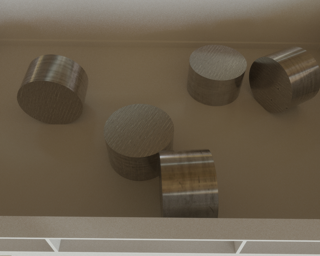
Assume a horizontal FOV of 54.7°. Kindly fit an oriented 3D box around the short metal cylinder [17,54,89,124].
[{"bbox_3d":[-0.139,-0.049,0.409,0.081,0.080,0.050,0,50,-1],"label":"short metal cylinder"}]

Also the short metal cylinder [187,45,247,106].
[{"bbox_3d":[0.082,-0.078,0.455,0.081,0.050,0.080,0,50,0],"label":"short metal cylinder"}]

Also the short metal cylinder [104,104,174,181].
[{"bbox_3d":[-0.024,0.017,0.375,0.081,0.050,0.080,0,50,0],"label":"short metal cylinder"}]

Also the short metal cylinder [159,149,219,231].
[{"bbox_3d":[0.026,0.062,0.317,0.050,0.080,0.080,-2,50,-2],"label":"short metal cylinder"}]

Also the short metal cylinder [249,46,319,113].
[{"bbox_3d":[0.170,-0.066,0.427,0.050,0.080,0.080,-22,54,-18],"label":"short metal cylinder"}]
